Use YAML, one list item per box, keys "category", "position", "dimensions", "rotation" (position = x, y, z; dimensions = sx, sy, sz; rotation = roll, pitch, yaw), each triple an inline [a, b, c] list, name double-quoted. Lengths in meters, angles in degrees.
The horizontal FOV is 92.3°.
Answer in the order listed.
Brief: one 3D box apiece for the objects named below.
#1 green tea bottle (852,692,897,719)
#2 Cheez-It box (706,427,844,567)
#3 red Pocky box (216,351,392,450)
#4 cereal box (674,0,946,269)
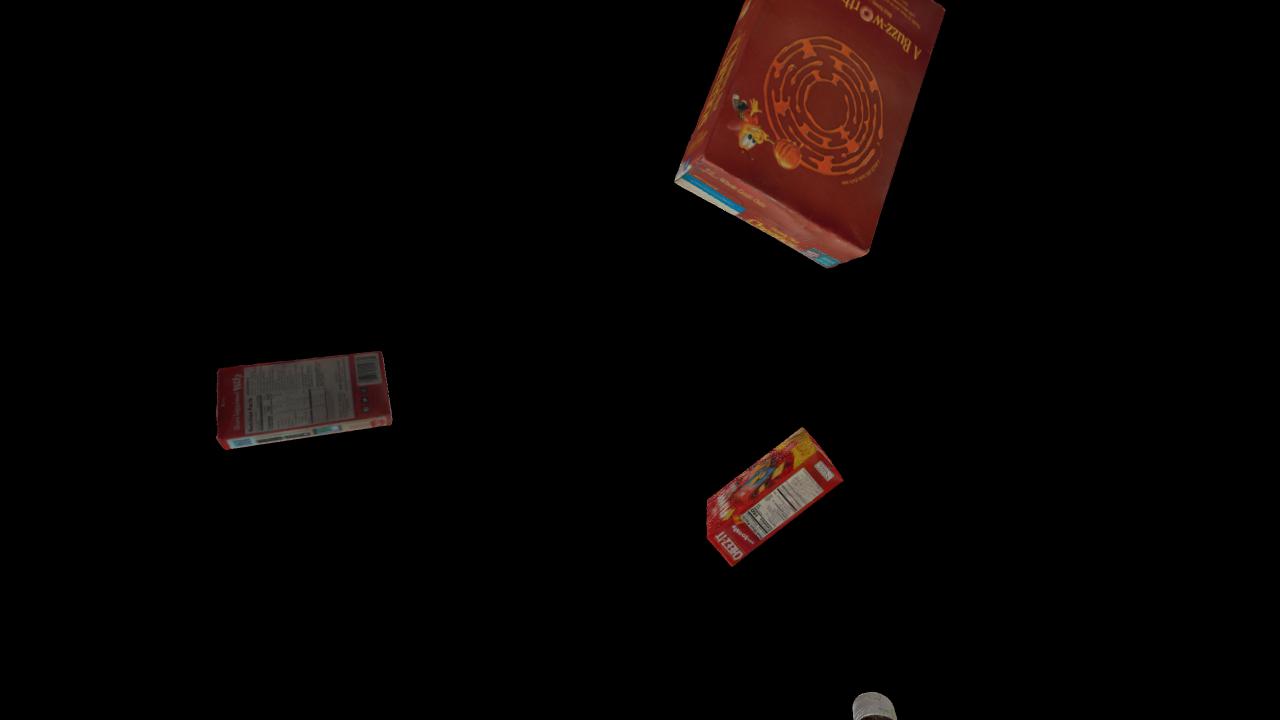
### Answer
- category: "green tea bottle"
  position: [0.157, 0.294, 0.369]
  dimensions: [0.073, 0.073, 0.212]
  rotation: [0, 16, 9]
- category: "Cheez-It box"
  position: [0.211, 0.217, 1.008]
  dimensions: [0.223, 0.071, 0.166]
  rotation: [-40, 1, 9]
- category: "red Pocky box"
  position: [-0.343, 0.039, 0.635]
  dimensions: [0.155, 0.083, 0.028]
  rotation: [-7, -28, -23]
- category: "cereal box"
  position: [0.181, -0.277, 0.642]
  dimensions: [0.203, 0.306, 0.081]
  rotation: [23, -10, -17]
